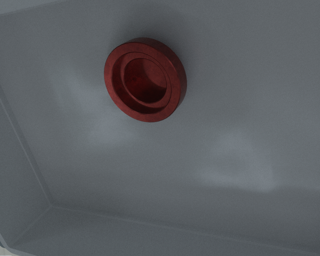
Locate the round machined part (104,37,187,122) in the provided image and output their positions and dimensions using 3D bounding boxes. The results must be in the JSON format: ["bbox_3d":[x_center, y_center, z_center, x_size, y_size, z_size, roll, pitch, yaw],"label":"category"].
[{"bbox_3d":[-0.014,-0.059,0.369,0.098,0.042,0.097,13,124,21],"label":"round machined part"}]
